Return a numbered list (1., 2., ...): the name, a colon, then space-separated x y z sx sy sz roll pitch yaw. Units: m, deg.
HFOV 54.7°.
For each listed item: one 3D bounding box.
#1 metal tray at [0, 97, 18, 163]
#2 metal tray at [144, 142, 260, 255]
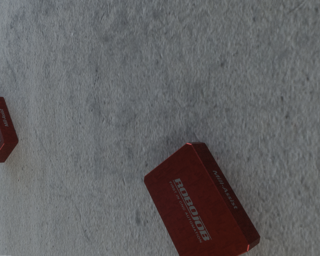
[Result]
1. metal tray: -0.370 0.003 0.701 0.090 0.030 0.130 -43 64 31
2. metal tray: 0.043 0.093 0.365 0.090 0.030 0.130 -42 65 31
